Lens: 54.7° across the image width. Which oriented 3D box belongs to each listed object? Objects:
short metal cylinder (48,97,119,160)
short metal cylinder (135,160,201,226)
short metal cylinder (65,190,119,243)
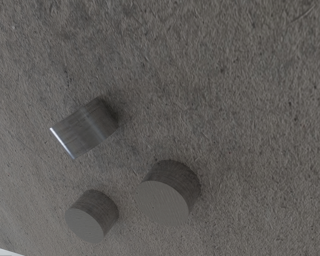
[{"bbox_3d":[-0.104,-0.001,0.425,0.080,0.080,0.050,-25,105,37],"label":"short metal cylinder"},{"bbox_3d":[0.012,0.092,0.442,0.080,0.050,0.079,13,124,21],"label":"short metal cylinder"},{"bbox_3d":[-0.121,0.157,0.552,0.080,0.050,0.079,13,124,21],"label":"short metal cylinder"}]
